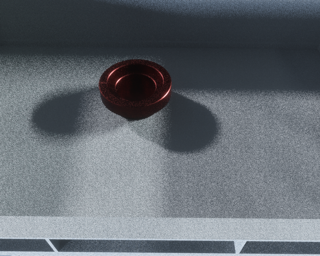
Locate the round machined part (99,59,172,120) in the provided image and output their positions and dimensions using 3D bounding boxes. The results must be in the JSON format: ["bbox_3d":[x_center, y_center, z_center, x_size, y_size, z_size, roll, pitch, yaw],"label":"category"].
[{"bbox_3d":[-0.034,-0.050,0.436,0.099,0.042,0.098,0,50,0],"label":"round machined part"}]
